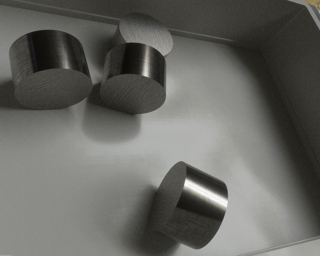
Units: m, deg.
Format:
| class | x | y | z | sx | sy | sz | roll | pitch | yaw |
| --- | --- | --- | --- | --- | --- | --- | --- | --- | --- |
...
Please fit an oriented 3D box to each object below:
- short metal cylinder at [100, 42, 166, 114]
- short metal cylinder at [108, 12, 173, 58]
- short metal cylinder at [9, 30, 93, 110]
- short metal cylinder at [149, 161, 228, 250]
| class | x | y | z | sx | sy | sz | roll | pitch | yaw |
| --- | --- | --- | --- | --- | --- | --- | --- | --- | --- |
| short metal cylinder | -0.032 | -0.060 | 0.391 | 0.081 | 0.080 | 0.050 | 15 | 56 | -21 |
| short metal cylinder | -0.028 | -0.119 | 0.448 | 0.081 | 0.050 | 0.080 | 14 | 56 | -21 |
| short metal cylinder | -0.120 | -0.062 | 0.344 | 0.081 | 0.080 | 0.050 | -5 | 64 | -31 |
| short metal cylinder | 0.029 | 0.083 | 0.337 | 0.050 | 0.080 | 0.080 | 27 | 52 | -12 |
